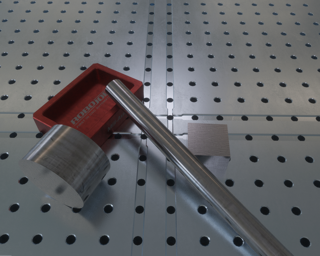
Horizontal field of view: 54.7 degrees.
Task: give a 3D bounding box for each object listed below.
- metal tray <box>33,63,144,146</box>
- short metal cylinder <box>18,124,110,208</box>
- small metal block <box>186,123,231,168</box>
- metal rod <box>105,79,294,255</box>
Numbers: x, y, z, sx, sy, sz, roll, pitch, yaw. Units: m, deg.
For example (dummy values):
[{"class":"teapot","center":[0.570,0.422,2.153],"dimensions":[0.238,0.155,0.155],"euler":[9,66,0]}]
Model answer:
[{"class":"metal tray","center":[-0.094,-0.030,0.428],"dimensions":[0.090,0.030,0.130],"euler":[25,54,19]},{"class":"short metal cylinder","center":[-0.102,0.042,0.336],"dimensions":[0.080,0.080,0.050],"euler":[21,53,17]},{"class":"small metal block","center":[0.059,0.021,0.390],"dimensions":[0.050,0.025,0.050],"euler":[3,50,2]},{"class":"metal rod","center":[0.034,0.044,0.349],"dimensions":[0.025,0.025,0.300],"euler":[-33,64,-24]}]
